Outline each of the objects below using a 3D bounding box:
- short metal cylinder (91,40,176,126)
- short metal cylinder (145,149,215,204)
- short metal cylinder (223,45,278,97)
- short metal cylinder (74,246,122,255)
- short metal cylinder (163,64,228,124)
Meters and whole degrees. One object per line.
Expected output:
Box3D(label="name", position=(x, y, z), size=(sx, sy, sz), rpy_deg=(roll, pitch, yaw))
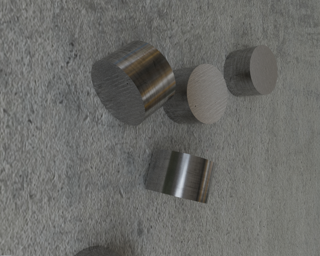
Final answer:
Box3D(label="short metal cylinder", position=(-0.030, -0.049, 0.344), size=(0.050, 0.080, 0.080), rpy_deg=(-41, 115, -32))
Box3D(label="short metal cylinder", position=(0.026, 0.061, 0.390), size=(0.080, 0.080, 0.050), rpy_deg=(22, 76, -38))
Box3D(label="short metal cylinder", position=(0.151, -0.093, 0.515), size=(0.081, 0.050, 0.080), rpy_deg=(0, 90, -40))
Box3D(label="short metal cylinder", position=(-0.064, 0.176, 0.336), size=(0.081, 0.050, 0.080), rpy_deg=(0, 90, -40))
Box3D(label="short metal cylinder", position=(0.048, -0.045, 0.428), size=(0.081, 0.050, 0.080), rpy_deg=(0, 90, -40))
